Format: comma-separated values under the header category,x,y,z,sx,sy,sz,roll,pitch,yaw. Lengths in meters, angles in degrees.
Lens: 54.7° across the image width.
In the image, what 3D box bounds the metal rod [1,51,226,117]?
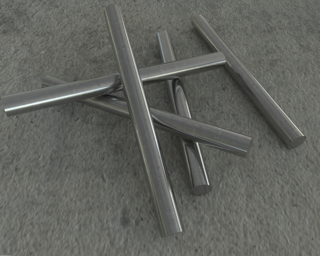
category,x,y,z,sx,sy,sz,roll,pitch,yaw
metal rod,-0.044,-0.064,0.412,0.302,0.025,0.025,-16,52,-21

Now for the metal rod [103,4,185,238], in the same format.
category,x,y,z,sx,sy,sz,roll,pitch,yaw
metal rod,-0.026,-0.026,0.369,0.025,0.025,0.299,-12,68,-10

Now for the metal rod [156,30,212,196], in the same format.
category,x,y,z,sx,sy,sz,roll,pitch,yaw
metal rod,0.026,-0.044,0.440,0.025,0.025,0.300,-6,50,-5

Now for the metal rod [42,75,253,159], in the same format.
category,x,y,z,sx,sy,sz,roll,pitch,yaw
metal rod,-0.033,-0.022,0.399,0.301,0.025,0.025,18,52,23

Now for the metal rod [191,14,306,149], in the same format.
category,x,y,z,sx,sy,sz,roll,pitch,yaw
metal rod,0.121,-0.090,0.479,0.025,0.025,0.300,-16,52,-13
